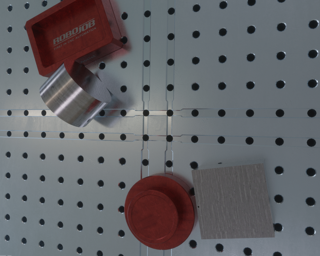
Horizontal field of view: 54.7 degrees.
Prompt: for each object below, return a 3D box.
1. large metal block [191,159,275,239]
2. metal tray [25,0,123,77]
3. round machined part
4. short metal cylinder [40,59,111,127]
[{"bbox_3d":[0.088,0.083,0.368,0.080,0.050,0.080,-9,87,19],"label":"large metal block"},{"bbox_3d":[-0.128,-0.138,0.454,0.130,0.030,0.090,-20,83,18],"label":"metal tray"},{"bbox_3d":[-0.003,0.111,0.404,0.098,0.042,0.097,0,90,19],"label":"round machined part"},{"bbox_3d":[-0.114,-0.047,0.423,0.050,0.080,0.080,-43,77,15],"label":"short metal cylinder"}]
